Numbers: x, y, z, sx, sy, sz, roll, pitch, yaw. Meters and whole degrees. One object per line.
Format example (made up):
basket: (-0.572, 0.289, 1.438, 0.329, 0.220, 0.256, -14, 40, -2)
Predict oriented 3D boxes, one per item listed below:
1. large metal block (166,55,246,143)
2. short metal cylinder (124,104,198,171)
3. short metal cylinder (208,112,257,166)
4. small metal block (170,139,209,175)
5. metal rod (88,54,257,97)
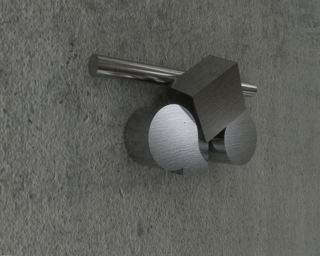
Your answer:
large metal block: (0.066, -0.040, 0.422, 0.080, 0.050, 0.080, -38, 131, -19)
short metal cylinder: (0.002, 0.011, 0.391, 0.081, 0.050, 0.079, 0, 90, -40)
short metal cylinder: (0.105, 0.016, 0.478, 0.081, 0.050, 0.079, 0, 90, -40)
small metal block: (0.043, 0.039, 0.443, 0.050, 0.025, 0.050, 2, 89, -40)
metal rod: (0.042, -0.068, 0.441, 0.302, 0.025, 0.025, 1, 90, -40)
